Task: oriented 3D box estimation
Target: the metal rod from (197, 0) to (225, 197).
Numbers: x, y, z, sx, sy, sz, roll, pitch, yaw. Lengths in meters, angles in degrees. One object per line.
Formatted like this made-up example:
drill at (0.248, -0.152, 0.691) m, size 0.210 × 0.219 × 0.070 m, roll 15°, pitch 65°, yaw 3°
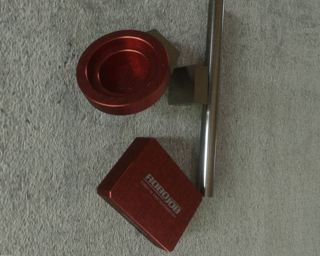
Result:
metal rod at (0.078, -0.047, 0.472) m, size 0.025 × 0.025 × 0.298 m, roll 7°, pitch 86°, yaw -40°

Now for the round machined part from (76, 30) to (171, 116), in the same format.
round machined part at (-0.037, -0.056, 0.340) m, size 0.042 × 0.098 × 0.098 m, roll 74°, pitch 39°, yaw -64°

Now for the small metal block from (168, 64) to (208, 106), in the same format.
small metal block at (0.038, -0.057, 0.422) m, size 0.025 × 0.050 × 0.050 m, roll 1°, pitch 90°, yaw -40°

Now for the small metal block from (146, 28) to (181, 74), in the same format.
small metal block at (-0.006, -0.090, 0.401) m, size 0.050 × 0.025 × 0.050 m, roll 35°, pitch 68°, yaw -35°

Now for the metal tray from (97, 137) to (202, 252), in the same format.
metal tray at (-0.007, 0.085, 0.398) m, size 0.130 × 0.030 × 0.090 m, roll 51°, pitch 60°, yaw -28°
